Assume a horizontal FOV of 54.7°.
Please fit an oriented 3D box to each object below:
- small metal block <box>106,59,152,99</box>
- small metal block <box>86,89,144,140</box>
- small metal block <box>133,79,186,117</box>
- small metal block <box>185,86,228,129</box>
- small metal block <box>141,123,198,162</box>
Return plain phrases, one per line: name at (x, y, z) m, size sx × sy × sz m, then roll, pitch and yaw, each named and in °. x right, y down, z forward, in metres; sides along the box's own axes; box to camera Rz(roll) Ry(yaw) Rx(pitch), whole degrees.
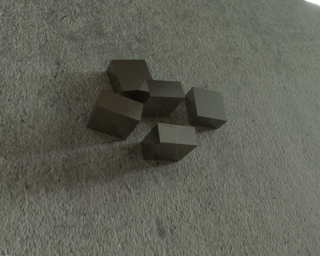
small metal block at (-0.040, -0.066, 0.422) m, size 0.050 × 0.025 × 0.050 m, roll -8°, pitch 66°, yaw -32°
small metal block at (-0.054, -0.014, 0.367) m, size 0.050 × 0.050 × 0.025 m, roll 20°, pitch 54°, yaw -17°
small metal block at (-0.003, -0.038, 0.409) m, size 0.050 × 0.050 × 0.025 m, roll -1°, pitch 62°, yaw -29°
small metal block at (0.067, -0.029, 0.458) m, size 0.050 × 0.025 × 0.050 m, roll 9°, pitch 58°, yaw -24°
small metal block at (0.011, 0.019, 0.382) m, size 0.050 × 0.050 × 0.025 m, roll 6°, pitch 59°, yaw -25°
